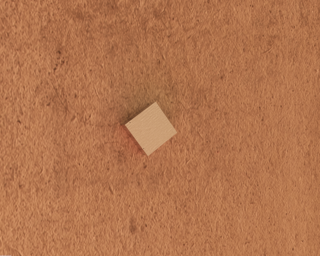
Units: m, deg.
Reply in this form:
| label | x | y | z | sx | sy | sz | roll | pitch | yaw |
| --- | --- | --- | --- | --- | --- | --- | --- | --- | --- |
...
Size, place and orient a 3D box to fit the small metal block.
| label | x | y | z | sx | sy | sz | roll | pitch | yaw |
| --- | --- | --- | --- | --- | --- | --- | --- | --- | --- |
| small metal block | -0.015 | 0.001 | 0.406 | 0.050 | 0.025 | 0.050 | -39 | 103 | -16 |
